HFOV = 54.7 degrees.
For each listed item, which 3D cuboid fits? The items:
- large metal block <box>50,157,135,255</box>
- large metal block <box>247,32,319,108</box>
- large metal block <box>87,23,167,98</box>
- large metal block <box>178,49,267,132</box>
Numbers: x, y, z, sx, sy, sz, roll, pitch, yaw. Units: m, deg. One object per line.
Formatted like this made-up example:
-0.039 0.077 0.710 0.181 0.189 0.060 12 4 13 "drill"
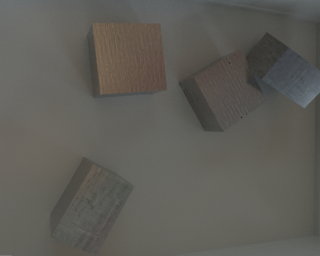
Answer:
-0.080 0.083 0.352 0.050 0.080 0.080 32 80 -17 "large metal block"
0.177 -0.083 0.439 0.080 0.080 0.050 28 115 -18 "large metal block"
-0.042 -0.081 0.382 0.081 0.050 0.080 -7 92 -20 "large metal block"
0.086 -0.050 0.429 0.080 0.050 0.080 -33 101 -17 "large metal block"
